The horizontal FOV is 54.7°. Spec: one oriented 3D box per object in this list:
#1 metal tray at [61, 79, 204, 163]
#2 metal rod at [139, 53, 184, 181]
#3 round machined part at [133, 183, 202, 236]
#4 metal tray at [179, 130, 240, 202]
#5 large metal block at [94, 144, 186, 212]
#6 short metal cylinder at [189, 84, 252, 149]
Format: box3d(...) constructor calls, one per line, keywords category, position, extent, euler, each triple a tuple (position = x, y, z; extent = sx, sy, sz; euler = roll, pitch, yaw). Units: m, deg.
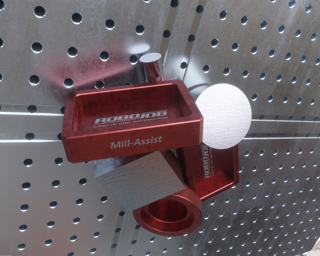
box3d(category="metal tray", position=(-0.030, -0.012, 0.322), extent=(0.131, 0.090, 0.030), euler=(-8, 125, -8))
box3d(category="metal rod", position=(0.015, 0.038, 0.438), extent=(0.025, 0.025, 0.298), euler=(-23, 127, -15))
box3d(category="round machined part", position=(0.012, 0.112, 0.454), extent=(0.099, 0.042, 0.097), euler=(4, 128, 5))
box3d(category="metal tray", position=(0.075, 0.051, 0.476), extent=(0.091, 0.030, 0.129), euler=(-23, 127, -15))
box3d(category="large metal block", position=(-0.024, 0.050, 0.384), extent=(0.080, 0.050, 0.080), euler=(-25, 130, 9))
box3d(category="short metal cylinder", position=(0.069, -0.016, 0.399), extent=(0.081, 0.050, 0.079), euler=(-1, 95, -17))
